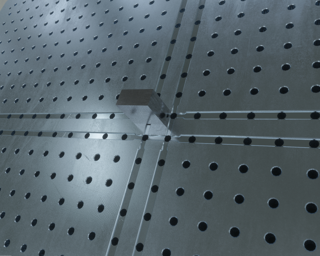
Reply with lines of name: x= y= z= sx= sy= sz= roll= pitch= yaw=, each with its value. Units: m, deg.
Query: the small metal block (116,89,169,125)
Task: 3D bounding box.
small metal block: x=-0.023 y=-0.028 z=0.423 sx=0.050 sy=0.050 sz=0.025 roll=3 pitch=64 yaw=30
